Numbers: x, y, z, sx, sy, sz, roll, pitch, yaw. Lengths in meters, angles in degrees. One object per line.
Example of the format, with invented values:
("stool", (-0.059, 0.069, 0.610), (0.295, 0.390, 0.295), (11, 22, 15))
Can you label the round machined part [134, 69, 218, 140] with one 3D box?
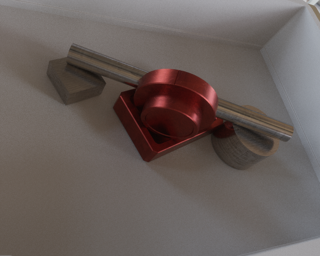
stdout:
("round machined part", (0.016, -0.021, 0.363), (0.099, 0.098, 0.042), (25, 61, -14))

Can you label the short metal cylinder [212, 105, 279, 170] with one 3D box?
("short metal cylinder", (0.123, 0.014, 0.448), (0.081, 0.050, 0.080), (14, 56, -21))

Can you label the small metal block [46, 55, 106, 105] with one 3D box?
("small metal block", (-0.104, -0.062, 0.386), (0.050, 0.025, 0.050), (-25, 75, -37))

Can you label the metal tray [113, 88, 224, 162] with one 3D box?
("metal tray", (0.014, -0.019, 0.420), (0.131, 0.030, 0.090), (-21, 73, -36))

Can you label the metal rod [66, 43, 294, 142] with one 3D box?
("metal rod", (0.033, -0.041, 0.396), (0.302, 0.025, 0.025), (19, 54, -10))
